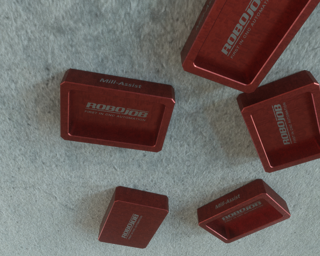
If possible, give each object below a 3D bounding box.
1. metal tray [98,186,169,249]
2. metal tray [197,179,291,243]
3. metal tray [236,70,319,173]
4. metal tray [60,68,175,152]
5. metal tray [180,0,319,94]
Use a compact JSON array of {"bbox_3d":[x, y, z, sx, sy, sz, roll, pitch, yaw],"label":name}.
[{"bbox_3d":[-0.049,0.159,0.539,0.091,0.030,0.129,15,129,-13],"label":"metal tray"},{"bbox_3d":[0.141,0.146,0.530,0.130,0.030,0.090,-34,123,25],"label":"metal tray"},{"bbox_3d":[0.164,-0.002,0.404,0.090,0.030,0.130,-21,128,16],"label":"metal tray"},{"bbox_3d":[-0.054,-0.018,0.387,0.131,0.030,0.089,8,130,-8],"label":"metal tray"},{"bbox_3d":[0.088,-0.105,0.315,0.091,0.030,0.129,17,128,-15],"label":"metal tray"}]
